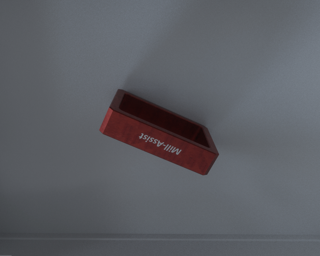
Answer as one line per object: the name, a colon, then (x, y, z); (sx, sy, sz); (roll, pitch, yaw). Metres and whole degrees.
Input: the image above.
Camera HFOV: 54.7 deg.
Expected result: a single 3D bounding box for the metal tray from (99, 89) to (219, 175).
metal tray: (0.000, 0.002, 0.374); (0.131, 0.090, 0.030); (23, 108, -9)
